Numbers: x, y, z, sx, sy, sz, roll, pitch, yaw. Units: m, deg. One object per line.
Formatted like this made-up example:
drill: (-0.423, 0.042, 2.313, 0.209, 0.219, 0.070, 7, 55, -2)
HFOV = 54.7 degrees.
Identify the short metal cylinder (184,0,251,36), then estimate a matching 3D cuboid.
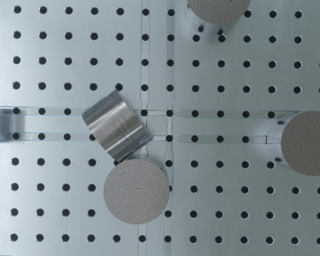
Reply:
short metal cylinder: (0.072, -0.166, 0.401, 0.081, 0.050, 0.079, 0, 90, 0)

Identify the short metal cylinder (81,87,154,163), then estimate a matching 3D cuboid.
short metal cylinder: (-0.052, -0.004, 0.385, 0.050, 0.080, 0.080, -36, 90, 0)

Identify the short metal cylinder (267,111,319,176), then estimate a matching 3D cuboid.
short metal cylinder: (0.187, 0.019, 0.402, 0.081, 0.050, 0.079, 0, 90, 0)

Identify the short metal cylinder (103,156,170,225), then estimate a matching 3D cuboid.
short metal cylinder: (-0.028, 0.077, 0.401, 0.081, 0.050, 0.079, 0, 90, 0)
